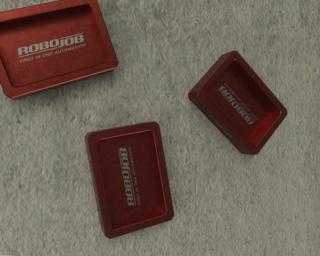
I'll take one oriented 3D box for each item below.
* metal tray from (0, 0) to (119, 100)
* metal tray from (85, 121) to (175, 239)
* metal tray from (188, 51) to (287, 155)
[{"bbox_3d":[-0.125,-0.094,0.360,0.131,0.030,0.090,-21,97,-19],"label":"metal tray"},{"bbox_3d":[-0.038,0.062,0.393,0.091,0.030,0.129,-11,94,-20],"label":"metal tray"},{"bbox_3d":[0.115,-0.034,0.450,0.130,0.030,0.090,44,76,-15],"label":"metal tray"}]
